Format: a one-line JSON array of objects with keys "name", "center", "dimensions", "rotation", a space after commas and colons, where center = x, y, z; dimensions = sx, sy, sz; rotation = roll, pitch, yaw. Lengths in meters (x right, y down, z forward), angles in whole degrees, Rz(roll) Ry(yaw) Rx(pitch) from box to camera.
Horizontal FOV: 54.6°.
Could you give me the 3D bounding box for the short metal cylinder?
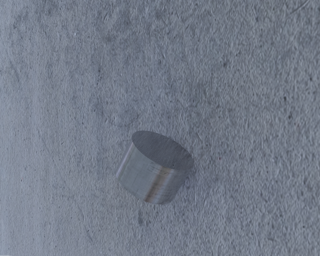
[{"name": "short metal cylinder", "center": [-0.007, 0.046, 0.376], "dimensions": [0.080, 0.081, 0.050], "rotation": [41, 115, 32]}]
